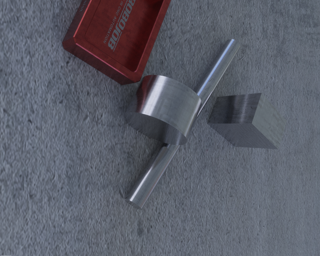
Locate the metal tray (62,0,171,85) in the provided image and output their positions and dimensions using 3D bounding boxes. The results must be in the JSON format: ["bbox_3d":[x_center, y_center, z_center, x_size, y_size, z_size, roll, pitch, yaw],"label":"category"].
[{"bbox_3d":[-0.045,-0.128,0.363,0.090,0.030,0.130,30,71,-36],"label":"metal tray"}]

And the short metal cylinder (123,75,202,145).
[{"bbox_3d":[0.003,-0.020,0.372,0.080,0.080,0.050,36,68,-34],"label":"short metal cylinder"}]

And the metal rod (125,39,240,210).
[{"bbox_3d":[0.043,-0.021,0.440,0.025,0.025,0.301,49,61,-29],"label":"metal rod"}]

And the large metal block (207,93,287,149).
[{"bbox_3d":[0.136,-0.009,0.483,0.080,0.080,0.050,36,68,-34],"label":"large metal block"}]
